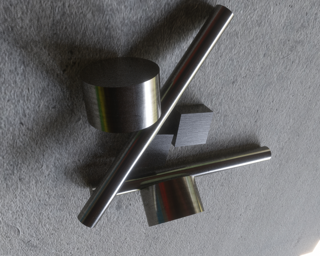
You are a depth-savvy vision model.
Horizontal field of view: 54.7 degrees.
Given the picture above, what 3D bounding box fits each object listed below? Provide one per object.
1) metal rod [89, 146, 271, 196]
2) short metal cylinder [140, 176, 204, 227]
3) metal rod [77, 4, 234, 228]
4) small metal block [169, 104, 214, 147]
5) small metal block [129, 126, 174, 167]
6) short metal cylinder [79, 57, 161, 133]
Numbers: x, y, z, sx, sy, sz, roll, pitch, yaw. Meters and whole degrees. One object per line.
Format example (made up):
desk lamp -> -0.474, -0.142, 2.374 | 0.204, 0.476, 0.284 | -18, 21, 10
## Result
metal rod -> 0.046, 0.064, 0.471 | 0.303, 0.025, 0.025 | -9, 122, -24
short metal cylinder -> 0.017, 0.104, 0.438 | 0.080, 0.050, 0.080 | -15, 164, -4
metal rod -> -0.006, -0.012, 0.369 | 0.025, 0.025, 0.299 | 32, 92, -38
small metal block -> 0.041, -0.004, 0.427 | 0.050, 0.025, 0.050 | -5, 121, -26
small metal block -> -0.015, 0.024, 0.413 | 0.050, 0.025, 0.050 | 1, 118, -29
short metal cylinder -> -0.040, -0.037, 0.326 | 0.081, 0.080, 0.050 | -15, 125, -20
